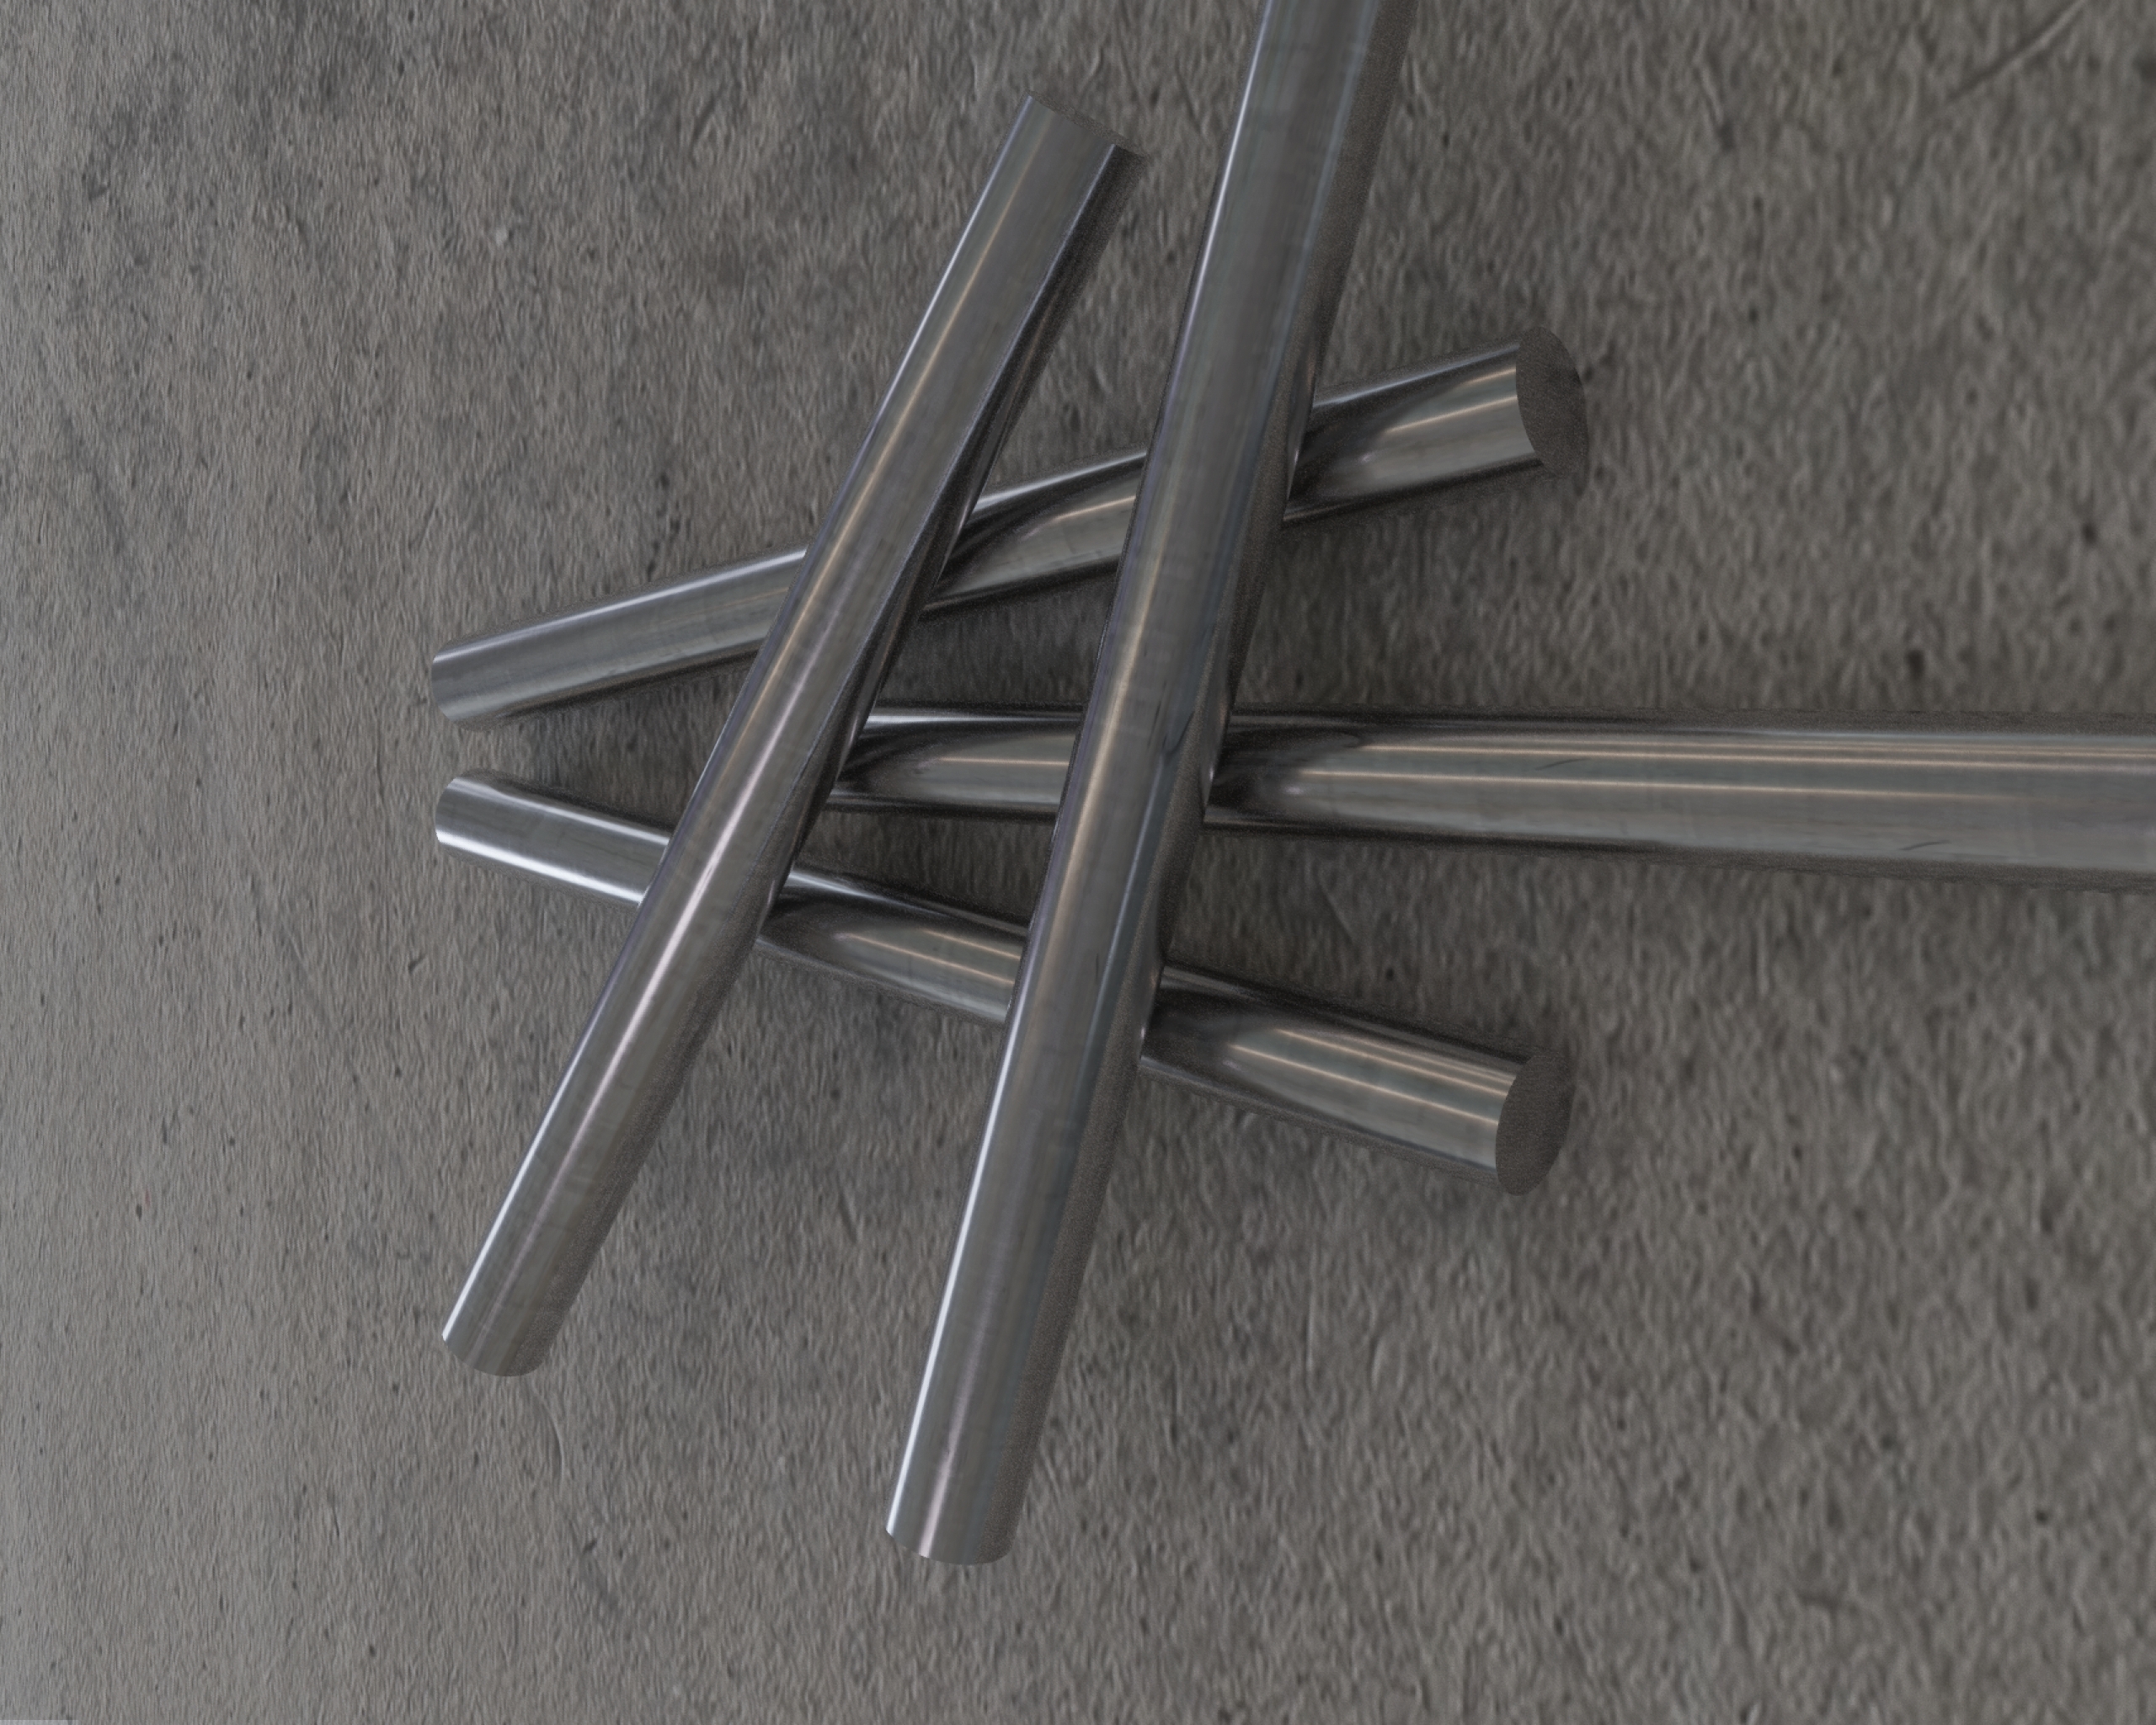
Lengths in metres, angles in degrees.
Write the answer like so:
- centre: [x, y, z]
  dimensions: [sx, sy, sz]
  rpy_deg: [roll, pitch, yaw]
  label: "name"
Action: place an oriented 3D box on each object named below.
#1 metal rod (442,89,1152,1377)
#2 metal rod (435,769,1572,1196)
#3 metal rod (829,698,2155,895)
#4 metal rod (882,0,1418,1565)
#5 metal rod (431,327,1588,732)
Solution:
- centre: [-0.066, -0.011, 0.425]
  dimensions: [0.025, 0.025, 0.298]
  rpy_deg: [44, 116, 31]
  label: "metal rod"
- centre: [-0.039, 0.015, 0.436]
  dimensions: [0.300, 0.025, 0.025]
  rpy_deg: [13, 99, 39]
  label: "metal rod"
- centre: [0.062, -0.014, 0.354]
  dimensions: [0.300, 0.025, 0.025]
  rpy_deg: [4, 93, 39]
  label: "metal rod"
- centre: [0.012, -0.018, 0.361]
  dimensions: [0.025, 0.025, 0.298]
  rpy_deg: [23, 104, 38]
  label: "metal rod"
- centre: [-0.038, -0.060, 0.436]
  dimensions: [0.300, 0.025, 0.025]
  rpy_deg: [-7, 85, 39]
  label: "metal rod"
